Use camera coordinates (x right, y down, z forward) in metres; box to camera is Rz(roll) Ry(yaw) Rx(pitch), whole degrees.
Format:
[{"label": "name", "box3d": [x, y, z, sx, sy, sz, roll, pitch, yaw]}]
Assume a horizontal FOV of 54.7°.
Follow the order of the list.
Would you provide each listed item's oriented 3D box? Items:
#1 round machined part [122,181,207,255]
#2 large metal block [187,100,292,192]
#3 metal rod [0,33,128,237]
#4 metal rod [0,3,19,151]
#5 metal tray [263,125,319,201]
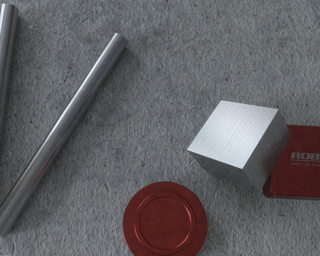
[{"label": "round machined part", "box3d": [0.006, 0.110, 0.359, 0.099, 0.042, 0.098, 0, 70, -1]}, {"label": "large metal block", "box3d": [0.094, 0.018, 0.368, 0.080, 0.050, 0.080, 16, 64, 49]}, {"label": "metal rod", "box3d": [-0.124, -0.005, 0.408, 0.025, 0.025, 0.300, 25, 72, 8]}, {"label": "metal rod", "box3d": [-0.221, -0.040, 0.420, 0.025, 0.025, 0.299, -2, 70, -1]}, {"label": "metal tray", "box3d": [0.198, 0.044, 0.392, 0.131, 0.030, 0.090, 3, 70, 0]}]
